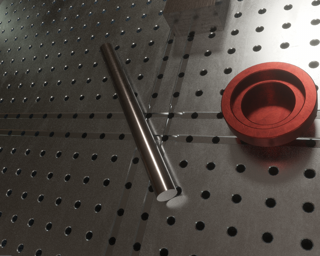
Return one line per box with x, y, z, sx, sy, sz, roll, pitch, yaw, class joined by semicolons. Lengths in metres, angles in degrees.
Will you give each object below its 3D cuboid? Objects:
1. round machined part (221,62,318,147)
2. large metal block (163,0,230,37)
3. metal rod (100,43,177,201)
0.122;-0.023;0.347;0.098;0.042;0.098;-13;56;20;round machined part
0.059;-0.193;0.478;0.080;0.050;0.080;1;62;28;large metal block
-0.042;-0.030;0.446;0.025;0.025;0.300;-31;52;8;metal rod
